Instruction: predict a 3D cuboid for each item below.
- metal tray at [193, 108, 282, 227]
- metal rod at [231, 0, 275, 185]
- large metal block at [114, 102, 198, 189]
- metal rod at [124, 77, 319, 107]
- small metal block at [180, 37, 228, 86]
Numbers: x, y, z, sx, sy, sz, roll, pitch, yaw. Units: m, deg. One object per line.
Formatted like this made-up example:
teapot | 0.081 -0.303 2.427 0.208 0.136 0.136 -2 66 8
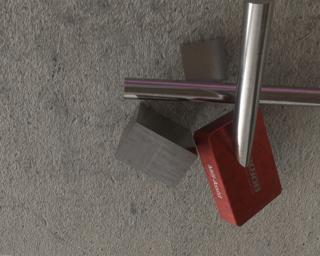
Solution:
metal tray | 0.103 0.047 0.397 0.091 0.030 0.129 -28 107 -26
metal rod | 0.096 0.003 0.356 0.025 0.025 0.298 -6 131 2
large metal block | -0.004 0.019 0.387 0.080 0.080 0.050 29 108 -11
metal rod | 0.108 -0.041 0.378 0.302 0.025 0.025 2 110 -9
small metal block | 0.053 -0.081 0.381 0.050 0.025 0.050 -10 110 3
